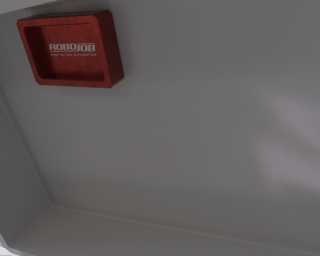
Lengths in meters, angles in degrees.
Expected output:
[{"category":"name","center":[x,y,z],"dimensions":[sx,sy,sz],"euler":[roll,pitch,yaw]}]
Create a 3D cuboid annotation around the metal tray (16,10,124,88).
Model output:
[{"category":"metal tray","center":[-0.117,-0.101,0.405],"dimensions":[0.130,0.030,0.089],"euler":[6,121,25]}]
